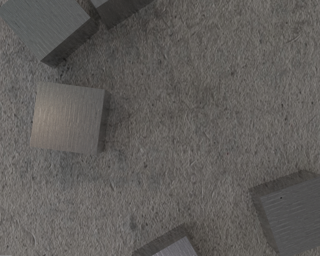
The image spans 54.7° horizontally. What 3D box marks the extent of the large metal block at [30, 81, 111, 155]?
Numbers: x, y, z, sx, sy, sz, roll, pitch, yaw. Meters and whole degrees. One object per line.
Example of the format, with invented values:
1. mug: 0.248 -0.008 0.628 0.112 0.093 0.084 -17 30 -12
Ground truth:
1. large metal block: -0.111 -0.012 0.396 0.080 0.050 0.080 8 90 0

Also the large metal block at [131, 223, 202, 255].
1. large metal block: 0.017 0.184 0.398 0.080 0.050 0.080 -30 90 0

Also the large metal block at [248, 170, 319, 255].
1. large metal block: 0.172 0.108 0.399 0.080 0.050 0.080 -19 90 0

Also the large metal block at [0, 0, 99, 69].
1. large metal block: -0.140 -0.136 0.396 0.080 0.050 0.080 -41 90 0

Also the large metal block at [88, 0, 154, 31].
1. large metal block: -0.051 -0.175 0.382 0.080 0.080 0.050 -34 90 0
